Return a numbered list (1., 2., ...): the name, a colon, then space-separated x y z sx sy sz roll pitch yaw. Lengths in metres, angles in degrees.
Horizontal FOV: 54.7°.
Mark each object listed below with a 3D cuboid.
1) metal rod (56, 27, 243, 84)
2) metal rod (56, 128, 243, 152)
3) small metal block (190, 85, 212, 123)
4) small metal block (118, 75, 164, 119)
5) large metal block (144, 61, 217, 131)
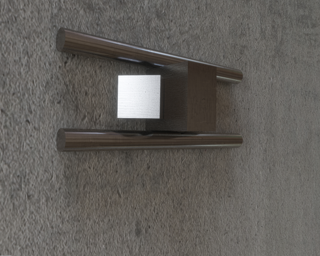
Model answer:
1. metal rod: 0.012 -0.089 0.418 0.302 0.025 0.025 2 89 -40
2. metal rod: 0.012 0.017 0.419 0.302 0.025 0.025 2 89 -40
3. small metal block: 0.057 -0.033 0.438 0.025 0.050 0.050 0 89 2
4. small metal block: -0.022 -0.036 0.371 0.025 0.050 0.050 3 89 -80
5. large metal block: 0.024 -0.036 0.396 0.050 0.080 0.079 1 90 -40
